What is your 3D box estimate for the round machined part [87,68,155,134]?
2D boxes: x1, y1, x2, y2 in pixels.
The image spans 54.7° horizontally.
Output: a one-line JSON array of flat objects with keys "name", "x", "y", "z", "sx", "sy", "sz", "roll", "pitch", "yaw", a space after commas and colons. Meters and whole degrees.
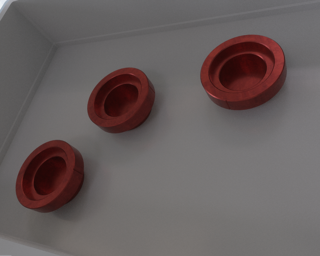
[{"name": "round machined part", "x": -0.051, "y": -0.035, "z": 0.443, "sx": 0.098, "sy": 0.042, "sz": 0.098, "roll": -13, "pitch": 56, "yaw": 21}]

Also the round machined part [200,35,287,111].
[{"name": "round machined part", "x": 0.103, "y": -0.063, "z": 0.379, "sx": 0.098, "sy": 0.042, "sz": 0.098, "roll": -13, "pitch": 56, "yaw": 21}]

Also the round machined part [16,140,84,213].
[{"name": "round machined part", "x": -0.146, "y": 0.069, "z": 0.429, "sx": 0.098, "sy": 0.042, "sz": 0.098, "roll": -13, "pitch": 56, "yaw": 21}]
